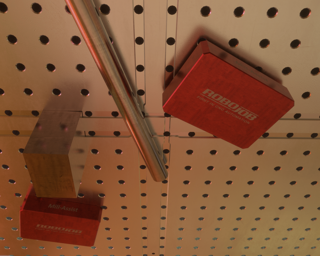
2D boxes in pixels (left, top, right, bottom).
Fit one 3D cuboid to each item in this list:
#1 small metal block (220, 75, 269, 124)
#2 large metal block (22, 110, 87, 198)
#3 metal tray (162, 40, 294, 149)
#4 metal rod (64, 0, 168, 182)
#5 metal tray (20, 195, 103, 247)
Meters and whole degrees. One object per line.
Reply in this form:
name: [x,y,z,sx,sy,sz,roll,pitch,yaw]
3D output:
small metal block: [0.102,-0.037,0.382,0.050,0.025,0.050,30,124,-23]
large metal block: [-0.130,0.033,0.402,0.050,0.080,0.079,2,130,-2]
metal tray: [0.080,-0.034,0.371,0.131,0.030,0.089,24,126,-20]
metal rod: [-0.043,-0.036,0.380,0.025,0.025,0.299,-13,129,11]
metal tray: [-0.175,0.167,0.548,0.131,0.030,0.089,12,129,-11]
